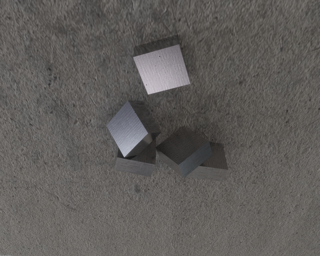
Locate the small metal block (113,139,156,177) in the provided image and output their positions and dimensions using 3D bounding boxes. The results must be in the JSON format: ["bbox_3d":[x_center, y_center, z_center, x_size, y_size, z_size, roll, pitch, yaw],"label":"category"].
[{"bbox_3d":[-0.033,0.035,0.420,0.050,0.050,0.025,12,129,-11],"label":"small metal block"}]

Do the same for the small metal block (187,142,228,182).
[{"bbox_3d":[0.062,0.044,0.429,0.050,0.050,0.025,9,130,-8],"label":"small metal block"}]

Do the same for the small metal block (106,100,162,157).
[{"bbox_3d":[-0.034,0.001,0.388,0.025,0.050,0.050,-4,146,-52],"label":"small metal block"}]

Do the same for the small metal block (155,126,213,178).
[{"bbox_3d":[0.031,0.030,0.403,0.050,0.050,0.025,-36,130,-18],"label":"small metal block"}]

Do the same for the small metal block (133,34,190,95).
[{"bbox_3d":[0.003,-0.070,0.347,0.050,0.025,0.050,-13,129,11],"label":"small metal block"}]
